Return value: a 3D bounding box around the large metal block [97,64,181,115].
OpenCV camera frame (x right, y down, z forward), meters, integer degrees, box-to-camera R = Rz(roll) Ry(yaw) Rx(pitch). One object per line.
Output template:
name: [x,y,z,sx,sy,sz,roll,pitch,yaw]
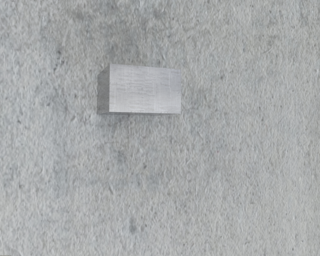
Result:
large metal block: [-0.028,-0.041,0.370,0.081,0.080,0.050,1,90,-20]
